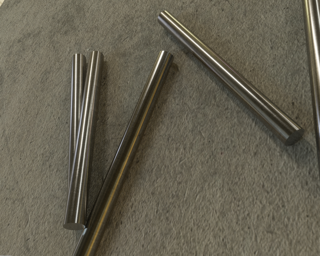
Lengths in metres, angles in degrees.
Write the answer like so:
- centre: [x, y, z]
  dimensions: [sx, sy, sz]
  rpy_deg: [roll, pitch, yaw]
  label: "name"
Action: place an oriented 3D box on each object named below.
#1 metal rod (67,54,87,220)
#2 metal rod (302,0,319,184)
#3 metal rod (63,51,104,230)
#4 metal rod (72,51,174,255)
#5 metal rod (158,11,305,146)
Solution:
- centre: [-0.125, -0.003, 0.471]
  dimensions: [0.025, 0.025, 0.299]
  rpy_deg: [-21, 54, 16]
  label: "metal rod"
- centre: [0.181, -0.067, 0.349]
  dimensions: [0.025, 0.025, 0.300]
  rpy_deg: [-5, 59, 26]
  label: "metal rod"
- centre: [-0.104, -0.005, 0.447]
  dimensions: [0.025, 0.025, 0.300]
  rpy_deg: [-17, 50, 18]
  label: "metal rod"
- centre: [-0.041, 0.023, 0.411]
  dimensions: [0.025, 0.025, 0.300]
  rpy_deg: [7, 65, 31]
  label: "metal rod"
- centre: [0.074, -0.086, 0.417]
  dimensions: [0.025, 0.025, 0.300]
  rpy_deg: [-37, 51, 3]
  label: "metal rod"
